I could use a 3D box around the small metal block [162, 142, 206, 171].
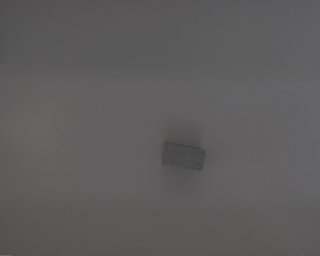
[{"bbox_3d":[0.029,0.036,0.399,0.050,0.050,0.025,10,90,0],"label":"small metal block"}]
